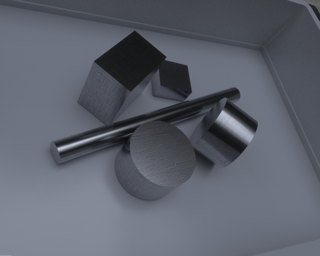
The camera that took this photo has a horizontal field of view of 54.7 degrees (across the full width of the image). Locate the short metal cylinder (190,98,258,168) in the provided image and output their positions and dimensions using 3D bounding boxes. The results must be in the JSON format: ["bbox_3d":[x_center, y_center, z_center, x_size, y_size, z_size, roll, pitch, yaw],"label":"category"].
[{"bbox_3d":[0.082,0.006,0.412,0.050,0.080,0.080,37,51,-4],"label":"short metal cylinder"}]

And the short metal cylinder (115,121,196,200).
[{"bbox_3d":[-0.006,0.038,0.362,0.081,0.050,0.080,14,56,-21],"label":"short metal cylinder"}]

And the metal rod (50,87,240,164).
[{"bbox_3d":[0.005,-0.014,0.417,0.302,0.025,0.025,-19,72,-36],"label":"metal rod"}]

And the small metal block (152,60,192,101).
[{"bbox_3d":[0.016,-0.071,0.457,0.050,0.025,0.050,8,58,-24],"label":"small metal block"}]

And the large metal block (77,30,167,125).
[{"bbox_3d":[-0.048,-0.060,0.381,0.050,0.080,0.080,40,51,-2],"label":"large metal block"}]
